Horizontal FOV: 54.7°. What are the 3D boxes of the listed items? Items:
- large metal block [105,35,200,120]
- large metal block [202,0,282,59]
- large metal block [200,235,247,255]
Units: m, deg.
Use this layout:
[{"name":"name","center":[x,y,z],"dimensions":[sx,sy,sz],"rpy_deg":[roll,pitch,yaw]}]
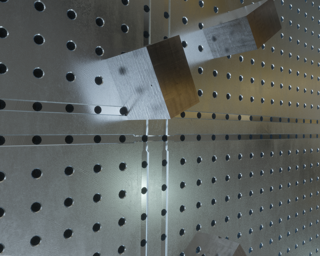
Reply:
[{"name":"large metal block","center":[-0.010,-0.056,0.367],"dimensions":[0.050,0.080,0.080],"rpy_deg":[-31,110,-36]},{"name":"large metal block","center":[0.128,-0.155,0.483],"dimensions":[0.080,0.080,0.050],"rpy_deg":[-41,115,-33]},{"name":"large metal block","center":[0.098,0.229,0.478],"dimensions":[0.080,0.050,0.080],"rpy_deg":[-45,118,-31]}]
